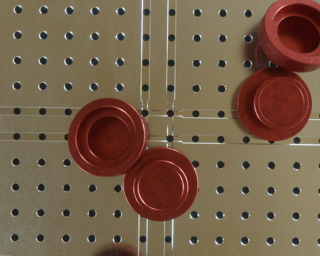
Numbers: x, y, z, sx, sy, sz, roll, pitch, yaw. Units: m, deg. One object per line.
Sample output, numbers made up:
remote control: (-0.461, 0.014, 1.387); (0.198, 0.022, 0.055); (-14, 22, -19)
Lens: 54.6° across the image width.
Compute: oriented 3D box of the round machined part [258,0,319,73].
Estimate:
round machined part: (0.172, -0.113, 0.396); (0.099, 0.042, 0.098); (2, 71, -6)

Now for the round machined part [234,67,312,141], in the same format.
round machined part: (0.151, -0.032, 0.406); (0.099, 0.042, 0.097); (0, 90, 0)

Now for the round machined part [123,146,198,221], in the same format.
round machined part: (0.001, 0.074, 0.405); (0.099, 0.042, 0.097); (0, 90, 0)

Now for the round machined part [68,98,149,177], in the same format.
round machined part: (-0.063, 0.014, 0.397); (0.098, 0.042, 0.098); (-2, 80, 9)
